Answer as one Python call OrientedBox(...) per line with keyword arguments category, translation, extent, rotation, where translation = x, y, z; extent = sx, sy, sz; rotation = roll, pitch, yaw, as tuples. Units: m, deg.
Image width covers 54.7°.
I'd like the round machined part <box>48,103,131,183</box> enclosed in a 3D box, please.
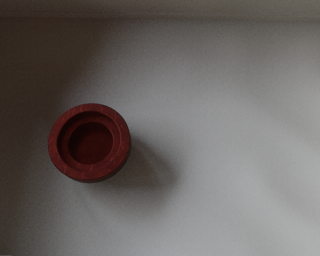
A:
OrientedBox(category="round machined part", translation=(-0.085, 0.021, 0.392), extent=(0.099, 0.042, 0.098), rotation=(0, 70, -1))
